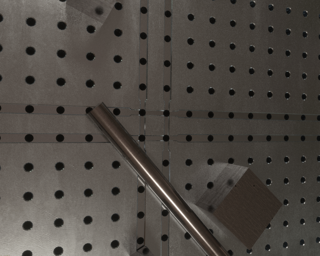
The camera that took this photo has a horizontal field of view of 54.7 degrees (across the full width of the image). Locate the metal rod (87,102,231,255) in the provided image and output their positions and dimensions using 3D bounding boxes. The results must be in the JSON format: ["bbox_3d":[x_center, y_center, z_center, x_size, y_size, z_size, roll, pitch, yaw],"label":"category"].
[{"bbox_3d":[0.010,0.089,0.417,0.025,0.025,0.300,-42,104,-15],"label":"metal rod"}]

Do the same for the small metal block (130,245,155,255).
[{"bbox_3d":[-0.011,0.187,0.397,0.025,0.050,0.050,-28,100,-18],"label":"small metal block"}]

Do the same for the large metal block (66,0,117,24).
[{"bbox_3d":[-0.066,-0.180,0.359,0.050,0.080,0.080,25,82,-19],"label":"large metal block"}]

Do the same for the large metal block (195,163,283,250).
[{"bbox_3d":[0.112,0.110,0.443,0.080,0.050,0.080,46,76,-15],"label":"large metal block"}]
